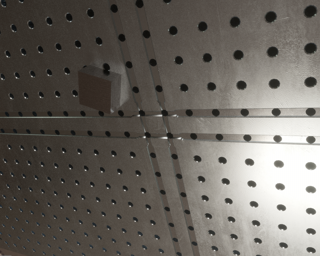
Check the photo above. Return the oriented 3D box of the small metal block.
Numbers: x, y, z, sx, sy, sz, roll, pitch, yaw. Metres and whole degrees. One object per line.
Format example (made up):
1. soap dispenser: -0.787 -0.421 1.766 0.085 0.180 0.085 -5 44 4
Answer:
1. small metal block: -0.082 -0.052 0.420 0.050 0.025 0.050 19 126 16
